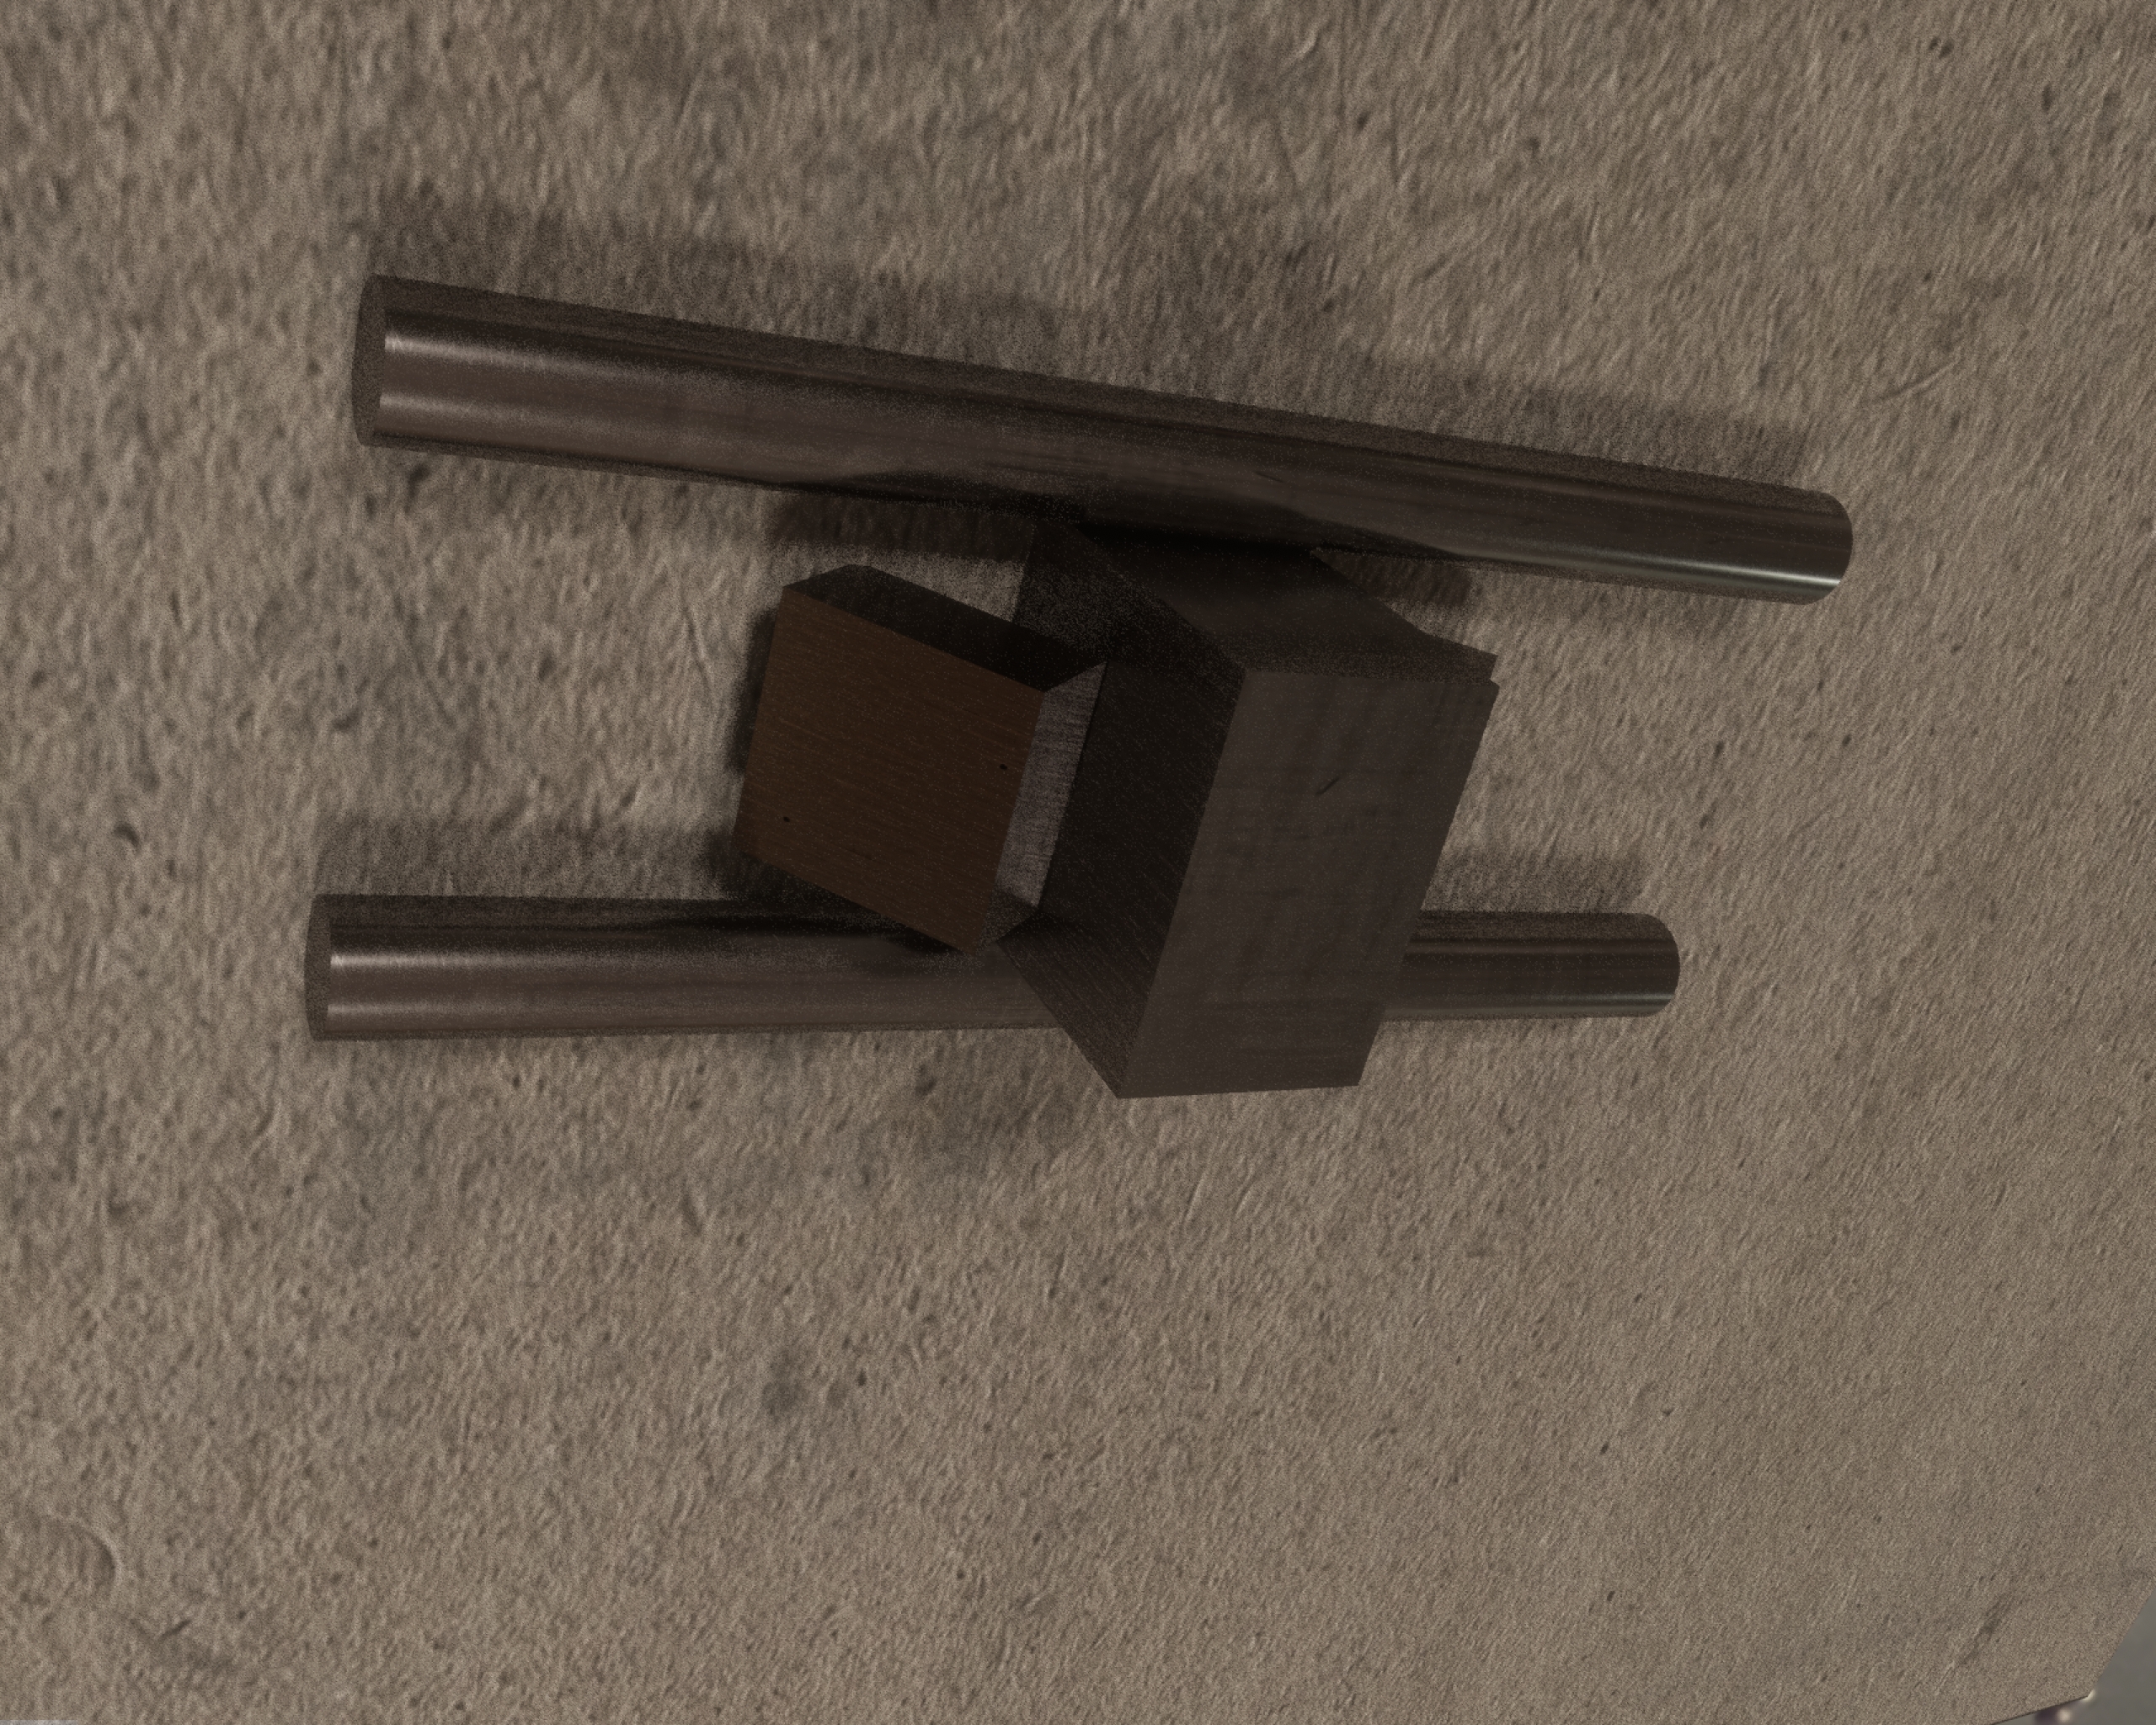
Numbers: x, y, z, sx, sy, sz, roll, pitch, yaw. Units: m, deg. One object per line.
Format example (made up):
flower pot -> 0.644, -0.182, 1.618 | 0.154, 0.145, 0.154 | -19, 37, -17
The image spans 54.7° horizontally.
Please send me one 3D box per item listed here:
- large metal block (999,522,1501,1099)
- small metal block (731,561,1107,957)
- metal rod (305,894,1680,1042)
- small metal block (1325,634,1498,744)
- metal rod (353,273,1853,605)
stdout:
large metal block -> 0.021, -0.014, 0.380 | 0.050, 0.080, 0.079 | 1, 118, -29
small metal block -> -0.028, -0.019, 0.365 | 0.025, 0.050, 0.050 | -36, 146, -60
metal rod -> 0.004, 0.021, 0.425 | 0.303, 0.025, 0.025 | 2, 118, -30
small metal block -> 0.062, -0.016, 0.416 | 0.025, 0.050, 0.050 | 19, 114, 9
metal rod -> 0.027, -0.071, 0.381 | 0.303, 0.025, 0.025 | 1, 118, -29
